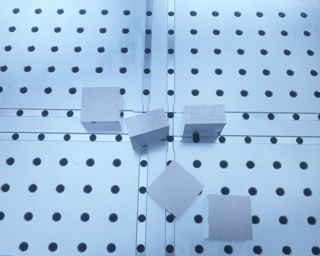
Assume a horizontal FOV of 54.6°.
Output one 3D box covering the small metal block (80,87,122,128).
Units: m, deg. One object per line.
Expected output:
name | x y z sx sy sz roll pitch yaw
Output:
small metal block | -0.079 -0.028 0.422 0.050 0.025 0.050 -1 70 -1

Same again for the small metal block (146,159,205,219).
small metal block | 0.019 0.076 0.384 0.050 0.025 0.050 41 75 13

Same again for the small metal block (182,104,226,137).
small metal block | 0.055 -0.009 0.402 0.050 0.050 0.025 -1 70 -1

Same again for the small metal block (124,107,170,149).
small metal block | -0.016 0.001 0.398 0.050 0.050 0.025 -17 71 -6

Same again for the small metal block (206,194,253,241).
small metal block | 0.082 0.108 0.373 0.050 0.025 0.050 3 70 1
